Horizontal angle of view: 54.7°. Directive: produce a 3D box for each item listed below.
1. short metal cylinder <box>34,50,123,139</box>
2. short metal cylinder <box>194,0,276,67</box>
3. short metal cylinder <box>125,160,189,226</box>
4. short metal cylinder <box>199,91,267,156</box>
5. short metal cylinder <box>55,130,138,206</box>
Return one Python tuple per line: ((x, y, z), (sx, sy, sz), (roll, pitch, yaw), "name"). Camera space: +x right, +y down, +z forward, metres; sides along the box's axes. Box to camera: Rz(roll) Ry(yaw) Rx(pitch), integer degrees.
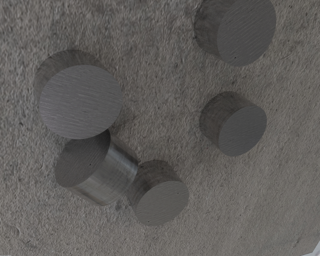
((-0.086, -0.035, 0.322), (0.081, 0.050, 0.079), (-14, 124, -21), "short metal cylinder")
((0.087, -0.119, 0.365), (0.081, 0.050, 0.079), (-14, 124, -21), "short metal cylinder")
((-0.006, 0.093, 0.445), (0.081, 0.050, 0.079), (-14, 124, -21), "short metal cylinder")
((0.104, -0.006, 0.443), (0.081, 0.050, 0.079), (-14, 124, -21), "short metal cylinder")
((-0.073, 0.043, 0.358), (0.080, 0.080, 0.050), (-43, 129, 1), "short metal cylinder")
